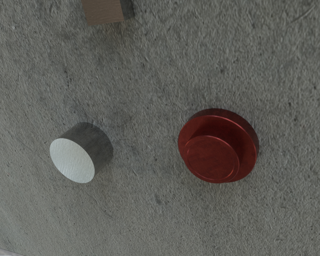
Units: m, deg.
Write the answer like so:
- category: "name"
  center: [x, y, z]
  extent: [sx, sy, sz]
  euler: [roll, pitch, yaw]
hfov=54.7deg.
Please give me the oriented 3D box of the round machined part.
- category: "round machined part"
  center: [0.067, 0.029, 0.378]
  extent: [0.098, 0.042, 0.097]
  euler: [13, 124, 21]

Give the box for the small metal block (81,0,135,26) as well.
- category: "small metal block"
  center: [-0.061, -0.146, 0.349]
  extent: [0.050, 0.025, 0.050]
  euler: [2, 120, 27]

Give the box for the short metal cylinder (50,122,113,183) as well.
- category: "short metal cylinder"
  center: [-0.120, 0.038, 0.477]
  extent: [0.080, 0.050, 0.079]
  euler: [13, 124, 21]
